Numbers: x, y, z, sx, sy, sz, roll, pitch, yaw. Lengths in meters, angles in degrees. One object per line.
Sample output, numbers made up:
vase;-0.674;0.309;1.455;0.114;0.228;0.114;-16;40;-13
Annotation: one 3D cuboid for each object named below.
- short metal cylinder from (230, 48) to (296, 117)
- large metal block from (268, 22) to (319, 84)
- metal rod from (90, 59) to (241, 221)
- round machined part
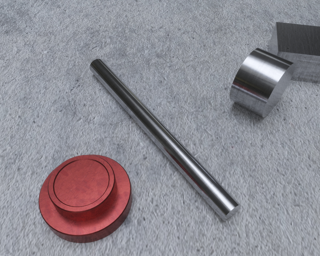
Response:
short metal cylinder;0.138;-0.061;0.420;0.050;0.080;0.080;33;57;24
large metal block;0.219;-0.119;0.489;0.080;0.050;0.080;9;51;7
metal rod;-0.011;-0.004;0.405;0.025;0.025;0.300;-29;56;-22
round machined part;-0.081;0.068;0.334;0.099;0.042;0.098;0;50;0
